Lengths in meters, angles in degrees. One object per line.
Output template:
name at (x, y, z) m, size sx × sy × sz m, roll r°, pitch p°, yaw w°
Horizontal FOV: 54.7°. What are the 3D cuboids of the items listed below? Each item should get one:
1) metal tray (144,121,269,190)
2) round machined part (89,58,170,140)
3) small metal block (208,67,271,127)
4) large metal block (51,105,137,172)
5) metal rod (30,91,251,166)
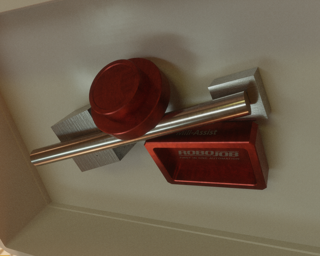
metal tray at (0.057, 0.035, 0.376) m, size 0.130 × 0.030 × 0.090 m, roll -2°, pitch 137°, yaw 28°
round machined part at (-0.041, -0.039, 0.353) m, size 0.098 × 0.098 × 0.042 m, roll -4°, pitch 157°, yaw 30°
small metal block at (0.088, -0.033, 0.339) m, size 0.050 × 0.025 × 0.050 m, roll -12°, pitch 113°, yaw 33°
large metal block at (-0.093, 0.009, 0.442) m, size 0.080 × 0.050 × 0.080 m, roll -19°, pitch 109°, yaw 35°
metal rod at (-0.043, 0.008, 0.375) m, size 0.300 × 0.025 × 0.025 m, roll -14°, pitch 111°, yaw 26°
